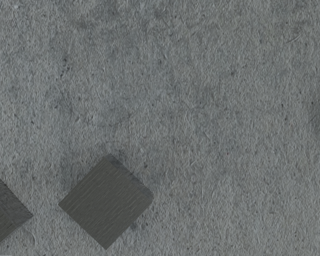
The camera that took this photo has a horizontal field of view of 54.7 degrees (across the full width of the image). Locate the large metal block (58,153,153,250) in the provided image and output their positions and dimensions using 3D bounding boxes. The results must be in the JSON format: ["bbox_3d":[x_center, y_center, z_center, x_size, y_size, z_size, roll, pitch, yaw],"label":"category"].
[{"bbox_3d":[-0.066,0.091,0.397,0.080,0.050,0.080,44,90,0],"label":"large metal block"}]

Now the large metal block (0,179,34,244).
[{"bbox_3d":[-0.229,0.116,0.396,0.080,0.050,0.080,-41,90,0],"label":"large metal block"}]
